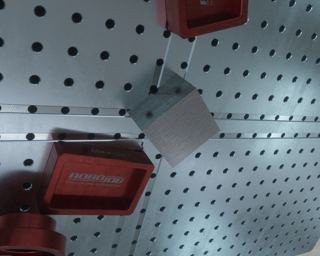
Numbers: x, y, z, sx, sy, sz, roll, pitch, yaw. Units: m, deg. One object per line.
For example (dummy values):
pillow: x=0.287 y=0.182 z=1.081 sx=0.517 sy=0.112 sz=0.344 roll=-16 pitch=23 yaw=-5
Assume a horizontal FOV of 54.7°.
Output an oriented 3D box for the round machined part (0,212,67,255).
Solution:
round machined part: x=-0.164 y=0.133 z=0.375 sx=0.099 sy=0.042 sz=0.098 roll=-3 pitch=147 yaw=-2

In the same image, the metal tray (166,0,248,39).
metal tray: x=0.051 y=-0.170 z=0.329 sx=0.091 sy=0.030 sz=0.129 roll=-19 pitch=126 yaw=-18

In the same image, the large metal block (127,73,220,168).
large metal block: x=0.019 y=-0.009 z=0.400 sx=0.080 sy=0.050 sz=0.080 roll=-39 pitch=129 yaw=-2

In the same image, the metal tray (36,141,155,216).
metal tray: x=-0.082 y=0.070 z=0.406 sx=0.131 sy=0.030 sz=0.089 roll=11 pitch=113 yaw=-33
